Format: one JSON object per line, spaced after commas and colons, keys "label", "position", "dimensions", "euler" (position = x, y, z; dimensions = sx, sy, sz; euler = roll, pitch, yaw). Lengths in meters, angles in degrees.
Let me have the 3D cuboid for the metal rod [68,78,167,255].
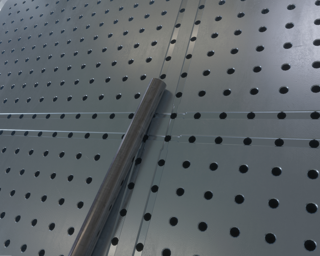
{"label": "metal rod", "position": [-0.058, 0.065, 0.400], "dimensions": [0.025, 0.025, 0.300], "euler": [10, 67, 32]}
